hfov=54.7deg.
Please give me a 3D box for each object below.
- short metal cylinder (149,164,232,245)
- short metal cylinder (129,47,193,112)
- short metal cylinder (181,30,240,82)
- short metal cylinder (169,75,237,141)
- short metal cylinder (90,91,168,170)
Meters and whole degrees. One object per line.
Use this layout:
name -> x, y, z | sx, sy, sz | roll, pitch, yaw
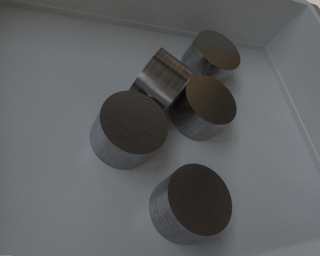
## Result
short metal cylinder -> 0.034, 0.087, 0.355 | 0.081, 0.050, 0.080 | 14, 56, -21
short metal cylinder -> -0.001, -0.057, 0.405 | 0.050, 0.080, 0.080 | 36, 51, -4
short metal cylinder -> 0.081, -0.110, 0.500 | 0.081, 0.050, 0.080 | 14, 56, -21
short metal cylinder -> 0.060, -0.028, 0.438 | 0.081, 0.050, 0.080 | 14, 56, -21
short metal cylinder -> -0.037, 0.003, 0.365 | 0.081, 0.050, 0.080 | 12, 59, -20
